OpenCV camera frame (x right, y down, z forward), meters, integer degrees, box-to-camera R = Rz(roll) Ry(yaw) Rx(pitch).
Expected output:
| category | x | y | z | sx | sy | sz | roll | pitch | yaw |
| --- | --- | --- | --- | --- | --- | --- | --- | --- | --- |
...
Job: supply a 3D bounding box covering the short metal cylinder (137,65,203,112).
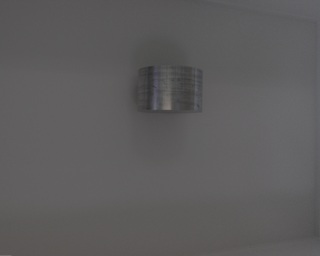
| category | x | y | z | sx | sy | sz | roll | pitch | yaw |
| --- | --- | --- | --- | --- | --- | --- | --- | --- | --- |
| short metal cylinder | 0.012 | -0.045 | 0.386 | 0.081 | 0.080 | 0.050 | 1 | 90 | -20 |
